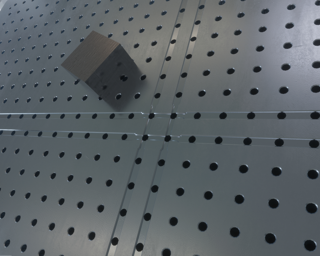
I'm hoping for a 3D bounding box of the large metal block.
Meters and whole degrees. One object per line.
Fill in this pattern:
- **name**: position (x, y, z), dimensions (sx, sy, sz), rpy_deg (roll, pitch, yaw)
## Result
- **large metal block**: position (-0.102, -0.105, 0.512), dimensions (0.080, 0.050, 0.080), rpy_deg (34, 81, 38)
